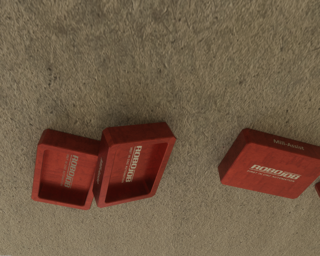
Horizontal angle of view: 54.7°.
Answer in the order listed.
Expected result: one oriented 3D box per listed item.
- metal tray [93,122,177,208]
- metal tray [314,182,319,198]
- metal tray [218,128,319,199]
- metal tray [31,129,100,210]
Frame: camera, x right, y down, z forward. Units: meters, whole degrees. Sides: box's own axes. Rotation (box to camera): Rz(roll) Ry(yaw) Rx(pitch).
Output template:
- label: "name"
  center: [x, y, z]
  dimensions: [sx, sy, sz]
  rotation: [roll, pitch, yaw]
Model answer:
- label: "metal tray"
  center: [-0.039, 0.053, 0.425]
  dimensions: [0.091, 0.030, 0.129]
  rotation: [-6, 135, -27]
- label: "metal tray"
  center: [0.326, 0.088, 0.481]
  dimensions: [0.090, 0.030, 0.129]
  rotation: [33, 123, -25]
- label: "metal tray"
  center: [0.163, 0.055, 0.452]
  dimensions: [0.131, 0.030, 0.089]
  rotation: [14, 129, -12]
- label: "metal tray"
  center: [-0.135, 0.066, 0.458]
  dimensions: [0.091, 0.030, 0.129]
  rotation: [14, 129, -12]
